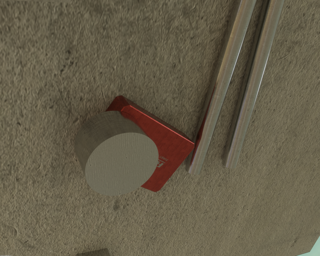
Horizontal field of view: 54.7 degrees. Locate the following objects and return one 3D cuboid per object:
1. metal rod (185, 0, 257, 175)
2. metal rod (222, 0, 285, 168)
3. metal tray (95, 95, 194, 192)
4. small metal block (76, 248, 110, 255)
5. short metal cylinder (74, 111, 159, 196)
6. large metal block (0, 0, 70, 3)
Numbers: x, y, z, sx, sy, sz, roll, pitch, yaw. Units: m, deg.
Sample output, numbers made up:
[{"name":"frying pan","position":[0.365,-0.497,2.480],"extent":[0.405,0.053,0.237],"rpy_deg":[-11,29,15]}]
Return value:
[{"name":"metal rod","position":[0.082,-0.066,0.412],"extent":[0.025,0.025,0.298],"rpy_deg":[-1,119,-28]},{"name":"metal rod","position":[0.132,-0.071,0.437],"extent":[0.025,0.025,0.298],"rpy_deg":[-7,122,-25]},{"name":"metal tray","position":[-0.027,0.026,0.407],"extent":[0.131,0.030,0.090],"rpy_deg":[31,101,-38]},{"name":"small metal block","position":[-0.107,0.221,0.486],"extent":[0.050,0.025,0.050],"rpy_deg":[0,118,-29]},{"name":"short metal cylinder","position":[-0.049,0.027,0.343],"extent":[0.081,0.050,0.079],"rpy_deg":[-14,124,-21]},{"name":"large metal block","position":[-0.102,-0.142,0.228],"extent":[0.050,0.080,0.079],"rpy_deg":[-8,122,-24]}]
